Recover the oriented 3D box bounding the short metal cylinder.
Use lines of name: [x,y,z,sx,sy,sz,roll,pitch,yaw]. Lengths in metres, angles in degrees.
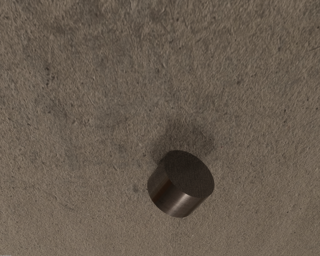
short metal cylinder: [0.029,0.078,0.438,0.080,0.080,0.050,22,127,-18]
